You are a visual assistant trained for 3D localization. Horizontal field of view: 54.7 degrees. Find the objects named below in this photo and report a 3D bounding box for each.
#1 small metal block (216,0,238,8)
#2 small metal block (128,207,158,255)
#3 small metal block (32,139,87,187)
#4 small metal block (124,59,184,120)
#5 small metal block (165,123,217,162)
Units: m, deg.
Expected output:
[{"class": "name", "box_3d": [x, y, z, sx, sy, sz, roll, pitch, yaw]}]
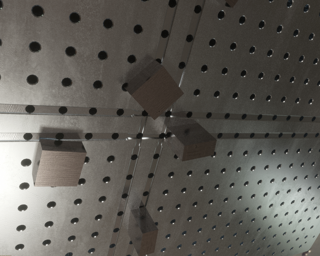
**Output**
[{"class": "small metal block", "box_3d": [0.075, -0.173, 0.347, 0.050, 0.025, 0.050, 26, 104, -38]}, {"class": "small metal block", "box_3d": [-0.028, 0.161, 0.481, 0.025, 0.050, 0.050, -6, 121, -26]}, {"class": "small metal block", "box_3d": [-0.121, 0.043, 0.372, 0.050, 0.025, 0.050, 6, 115, -32]}, {"class": "small metal block", "box_3d": [-0.007, -0.046, 0.380, 0.050, 0.025, 0.050, -42, 130, 0]}, {"class": "small metal block", "box_3d": [0.042, 0.018, 0.431, 0.050, 0.050, 0.025, -8, 122, -25]}]
